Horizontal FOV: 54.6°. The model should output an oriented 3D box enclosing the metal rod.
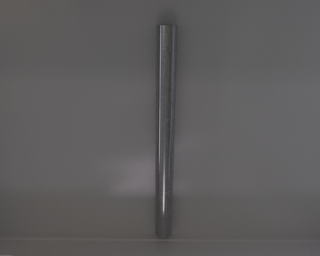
[{"bbox_3d":[0.007,0.018,0.417,0.025,0.025,0.298,1,110,0],"label":"metal rod"}]
